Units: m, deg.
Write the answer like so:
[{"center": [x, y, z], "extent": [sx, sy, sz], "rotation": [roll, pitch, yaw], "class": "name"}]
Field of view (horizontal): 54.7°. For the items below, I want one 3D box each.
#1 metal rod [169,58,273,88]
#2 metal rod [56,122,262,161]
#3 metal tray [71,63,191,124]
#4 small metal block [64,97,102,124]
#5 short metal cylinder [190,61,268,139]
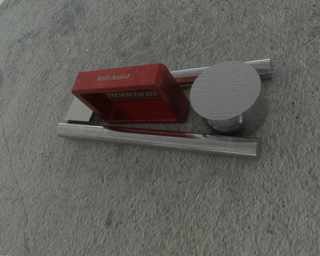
[{"center": [0.002, -0.068, 0.446], "extent": [0.300, 0.025, 0.025], "rotation": [-2, 61, 27], "class": "metal rod"}, {"center": [-0.023, 0.013, 0.410], "extent": [0.300, 0.025, 0.025], "rotation": [4, 64, 30], "class": "metal rod"}, {"center": [-0.037, -0.040, 0.406], "extent": [0.130, 0.090, 0.030], "rotation": [0, 62, 28], "class": "metal tray"}, {"center": [-0.113, -0.027, 0.482], "extent": [0.050, 0.025, 0.050], "rotation": [5, 64, 30], "class": "small metal block"}, {"center": [0.082, -0.032, 0.365], "extent": [0.080, 0.050, 0.080], "rotation": [-13, 56, 21], "class": "short metal cylinder"}]
